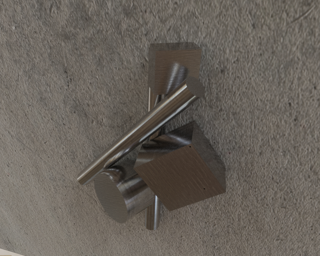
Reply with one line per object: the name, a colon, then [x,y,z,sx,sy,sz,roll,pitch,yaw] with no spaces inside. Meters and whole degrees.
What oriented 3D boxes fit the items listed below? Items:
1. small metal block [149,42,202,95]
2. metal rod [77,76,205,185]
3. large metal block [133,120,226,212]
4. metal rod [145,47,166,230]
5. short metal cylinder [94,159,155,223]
small metal block: [0.016,-0.066,0.343,0.050,0.025,0.050,-6,123,-14]
metal rod: [-0.047,0.022,0.424,0.025,0.025,0.299,47,136,-5]
large metal block: [0.027,0.049,0.389,0.080,0.050,0.080,-26,114,24]
metal rod: [-0.007,0.035,0.433,0.025,0.025,0.298,16,125,19]
short metal cylinder: [-0.054,0.093,0.462,0.080,0.050,0.079,27,129,39]
